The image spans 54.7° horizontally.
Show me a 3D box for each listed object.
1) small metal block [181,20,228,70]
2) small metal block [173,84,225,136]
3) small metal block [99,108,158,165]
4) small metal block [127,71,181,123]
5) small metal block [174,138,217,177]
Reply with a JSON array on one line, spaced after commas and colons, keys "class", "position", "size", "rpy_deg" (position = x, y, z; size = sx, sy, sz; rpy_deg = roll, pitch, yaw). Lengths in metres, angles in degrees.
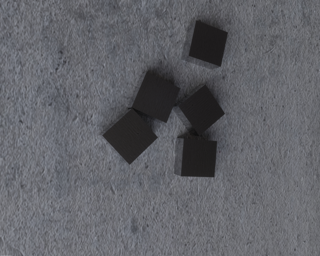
[{"class": "small metal block", "position": [0.062, -0.114, 0.431], "size": [0.050, 0.025, 0.050], "rpy_deg": [14, 85, -20]}, {"class": "small metal block", "position": [0.053, -0.024, 0.428], "size": [0.050, 0.025, 0.050], "rpy_deg": [-40, 103, -16]}, {"class": "small metal block", "position": [-0.040, 0.010, 0.394], "size": [0.050, 0.025, 0.050], "rpy_deg": [-44, 104, -15]}, {"class": "small metal block", "position": [-0.008, -0.039, 0.406], "size": [0.050, 0.025, 0.050], "rpy_deg": [24, 82, -19]}, {"class": "small metal block", "position": [0.049, 0.041, 0.427], "size": [0.050, 0.025, 0.050], "rpy_deg": [5, 88, -20]}]
